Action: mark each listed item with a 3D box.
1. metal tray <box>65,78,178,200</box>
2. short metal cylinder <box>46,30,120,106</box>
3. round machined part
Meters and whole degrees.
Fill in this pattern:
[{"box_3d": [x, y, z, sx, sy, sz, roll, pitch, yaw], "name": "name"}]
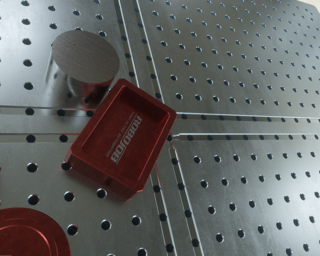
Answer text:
[{"box_3d": [-0.042, 0.009, 0.378, 0.090, 0.030, 0.130, 32, 51, -8], "name": "metal tray"}, {"box_3d": [-0.097, -0.074, 0.386, 0.081, 0.050, 0.080, 14, 56, -21], "name": "short metal cylinder"}, {"box_3d": [-0.125, 0.115, 0.260, 0.099, 0.042, 0.098, 14, 56, -21], "name": "round machined part"}]
